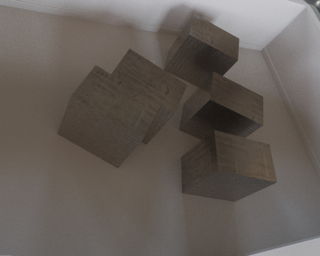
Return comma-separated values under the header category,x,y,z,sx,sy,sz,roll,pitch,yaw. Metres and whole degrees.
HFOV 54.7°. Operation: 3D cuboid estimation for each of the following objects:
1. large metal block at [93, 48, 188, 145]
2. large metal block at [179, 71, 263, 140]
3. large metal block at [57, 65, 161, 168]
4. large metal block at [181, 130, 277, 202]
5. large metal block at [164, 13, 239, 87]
category,x,y,z,sx,sy,sz,roll,pitch,yaw
large metal block,-0.026,-0.035,0.379,0.080,0.080,0.050,31,52,-9
large metal block,0.084,-0.020,0.430,0.080,0.080,0.050,24,53,-14
large metal block,-0.059,-0.009,0.345,0.080,0.080,0.050,32,52,-8
large metal block,0.081,0.051,0.385,0.081,0.080,0.050,14,56,-21
large metal block,0.063,-0.113,0.475,0.080,0.080,0.050,24,53,-14
